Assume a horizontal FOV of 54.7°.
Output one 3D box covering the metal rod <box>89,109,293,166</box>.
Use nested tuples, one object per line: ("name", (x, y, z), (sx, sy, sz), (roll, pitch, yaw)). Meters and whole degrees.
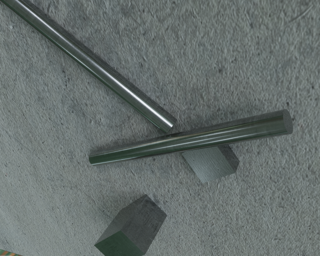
("metal rod", (0.011, 0.021, 0.394), (0.300, 0.025, 0.025), (-14, 112, 39))

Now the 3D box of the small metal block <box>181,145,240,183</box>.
("small metal block", (0.065, 0.038, 0.395), (0.050, 0.025, 0.050), (-27, 104, 37))

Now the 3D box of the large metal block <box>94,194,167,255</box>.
("large metal block", (-0.046, 0.163, 0.495), (0.050, 0.080, 0.080), (46, 129, -5))

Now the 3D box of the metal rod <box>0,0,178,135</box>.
("metal rod", (-0.102, -0.095, 0.399), (0.300, 0.025, 0.025), (39, 129, 1))
